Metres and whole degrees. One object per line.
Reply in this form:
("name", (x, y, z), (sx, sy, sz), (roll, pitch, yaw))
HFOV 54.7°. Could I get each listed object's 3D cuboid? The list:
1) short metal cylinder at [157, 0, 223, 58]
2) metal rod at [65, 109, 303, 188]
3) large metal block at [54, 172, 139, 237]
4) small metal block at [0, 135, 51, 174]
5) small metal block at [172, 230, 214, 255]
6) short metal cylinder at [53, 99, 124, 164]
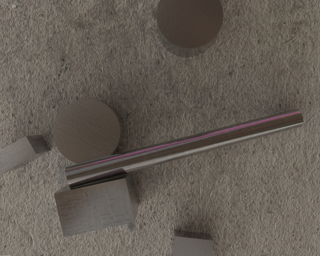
("short metal cylinder", (0.036, -0.136, 0.398), (0.081, 0.050, 0.079), (0, 90, -1))
("metal rod", (0.039, 0.022, 0.383), (0.302, 0.025, 0.025), (-14, 90, -11))
("large metal block", (-0.072, 0.088, 0.382), (0.080, 0.080, 0.050), (-12, 91, 0))
("small metal block", (-0.176, 0.032, 0.395), (0.050, 0.050, 0.025), (-29, 90, 0))
("small metal block", (0.041, 0.167, 0.411), (0.050, 0.025, 0.050), (7, 90, -1))
("short metal cylinder", (-0.088, 0.004, 0.396), (0.081, 0.050, 0.079), (0, 90, -1))
